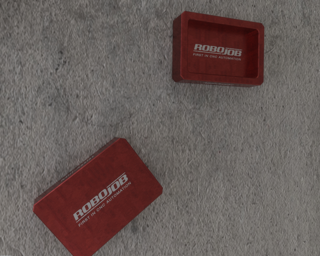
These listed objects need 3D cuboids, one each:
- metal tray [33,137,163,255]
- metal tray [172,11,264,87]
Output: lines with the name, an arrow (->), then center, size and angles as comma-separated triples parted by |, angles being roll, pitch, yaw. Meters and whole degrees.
metal tray -> -0.073, 0.084, 0.380 | 0.131, 0.030, 0.090 | -39, 103, -16
metal tray -> 0.084, -0.107, 0.436 | 0.131, 0.030, 0.089 | 1, 90, -20
